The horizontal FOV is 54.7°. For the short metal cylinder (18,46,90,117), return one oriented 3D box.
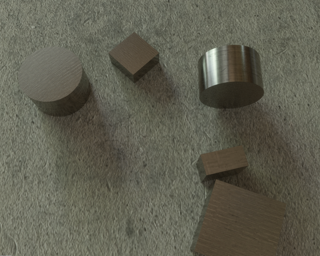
[{"bbox_3d":[-0.139,-0.061,0.416,0.081,0.050,0.080,0,70,0],"label":"short metal cylinder"}]

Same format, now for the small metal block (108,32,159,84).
[{"bbox_3d":[-0.037,-0.101,0.445,0.050,0.025,0.050,43,75,14],"label":"small metal block"}]

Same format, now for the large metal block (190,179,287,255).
[{"bbox_3d":[0.087,0.114,0.354,0.080,0.050,0.080,19,71,6],"label":"large metal block"}]

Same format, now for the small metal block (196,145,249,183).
[{"bbox_3d":[0.074,0.045,0.379,0.050,0.050,0.025,-12,71,-5],"label":"small metal block"}]

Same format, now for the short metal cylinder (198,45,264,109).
[{"bbox_3d":[0.091,-0.064,0.403,0.081,0.080,0.050,0,70,0],"label":"short metal cylinder"}]
